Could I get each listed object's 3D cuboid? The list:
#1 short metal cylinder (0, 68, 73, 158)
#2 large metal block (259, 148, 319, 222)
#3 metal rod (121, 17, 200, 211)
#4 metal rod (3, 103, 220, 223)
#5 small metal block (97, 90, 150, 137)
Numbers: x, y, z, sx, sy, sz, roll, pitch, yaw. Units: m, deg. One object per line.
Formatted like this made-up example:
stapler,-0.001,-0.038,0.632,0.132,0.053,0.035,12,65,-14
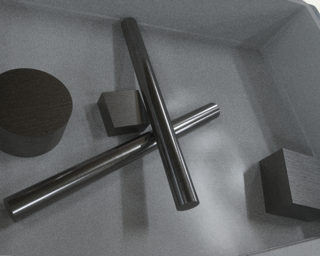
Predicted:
short metal cylinder,-0.138,-0.015,0.325,0.081,0.050,0.080,14,56,-21
large metal block,0.197,0.084,0.447,0.081,0.050,0.080,16,55,-20
metal rod,-0.009,-0.040,0.401,0.025,0.025,0.299,1,53,-28
metal rod,-0.029,0.025,0.375,0.302,0.025,0.025,-25,76,-37
small metal block,-0.046,-0.020,0.394,0.050,0.025,0.050,-8,66,-32
